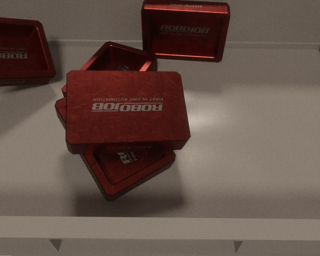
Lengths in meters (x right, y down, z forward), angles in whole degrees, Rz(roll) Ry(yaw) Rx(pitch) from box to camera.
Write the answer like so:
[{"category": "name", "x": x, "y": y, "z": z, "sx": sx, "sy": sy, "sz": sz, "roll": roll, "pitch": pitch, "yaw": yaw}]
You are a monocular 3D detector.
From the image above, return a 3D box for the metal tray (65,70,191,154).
[{"category": "metal tray", "x": -0.037, "y": -0.020, "z": 0.352, "sx": 0.131, "sy": 0.030, "sz": 0.090, "roll": -1, "pitch": 66, "yaw": -12}]

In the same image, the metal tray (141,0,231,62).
[{"category": "metal tray", "x": 0.038, "y": -0.153, "z": 0.491, "sx": 0.131, "sy": 0.089, "sz": 0.030, "roll": 4, "pitch": 50, "yaw": 3}]

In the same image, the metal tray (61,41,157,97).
[{"category": "metal tray", "x": -0.070, "y": -0.073, "z": 0.462, "sx": 0.090, "sy": 0.030, "sz": 0.130, "roll": 19, "pitch": 52, "yaw": 15}]

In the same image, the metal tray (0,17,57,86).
[{"category": "metal tray", "x": -0.219, "y": -0.104, "z": 0.423, "sx": 0.131, "sy": 0.030, "sz": 0.090, "roll": -12, "pitch": 83, "yaw": -44}]

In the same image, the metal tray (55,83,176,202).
[{"category": "metal tray", "x": -0.054, "y": 0.008, "z": 0.369, "sx": 0.091, "sy": 0.030, "sz": 0.130, "roll": -28, "pitch": 73, "yaw": -22}]
